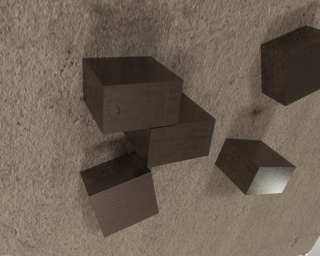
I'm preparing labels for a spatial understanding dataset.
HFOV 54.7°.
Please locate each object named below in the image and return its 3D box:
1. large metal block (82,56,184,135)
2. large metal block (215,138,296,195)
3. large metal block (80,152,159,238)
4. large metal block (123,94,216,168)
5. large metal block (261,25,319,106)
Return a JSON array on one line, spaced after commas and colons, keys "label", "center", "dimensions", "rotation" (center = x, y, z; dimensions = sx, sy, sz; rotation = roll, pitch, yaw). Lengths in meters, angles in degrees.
[{"label": "large metal block", "center": [-0.032, -0.039, 0.330], "dimensions": [0.081, 0.080, 0.050], "rotation": [-8, 122, -25]}, {"label": "large metal block", "center": [0.149, 0.060, 0.493], "dimensions": [0.081, 0.080, 0.050], "rotation": [4, 116, -31]}, {"label": "large metal block", "center": [-0.053, 0.088, 0.418], "dimensions": [0.081, 0.050, 0.079], "rotation": [-20, 127, -17]}, {"label": "large metal block", "center": [0.008, -0.002, 0.376], "dimensions": [0.081, 0.080, 0.050], "rotation": [-8, 122, -25]}, {"label": "large metal block", "center": [0.195, -0.090, 0.444], "dimensions": [0.081, 0.050, 0.080], "rotation": [-25, 128, -13]}]
